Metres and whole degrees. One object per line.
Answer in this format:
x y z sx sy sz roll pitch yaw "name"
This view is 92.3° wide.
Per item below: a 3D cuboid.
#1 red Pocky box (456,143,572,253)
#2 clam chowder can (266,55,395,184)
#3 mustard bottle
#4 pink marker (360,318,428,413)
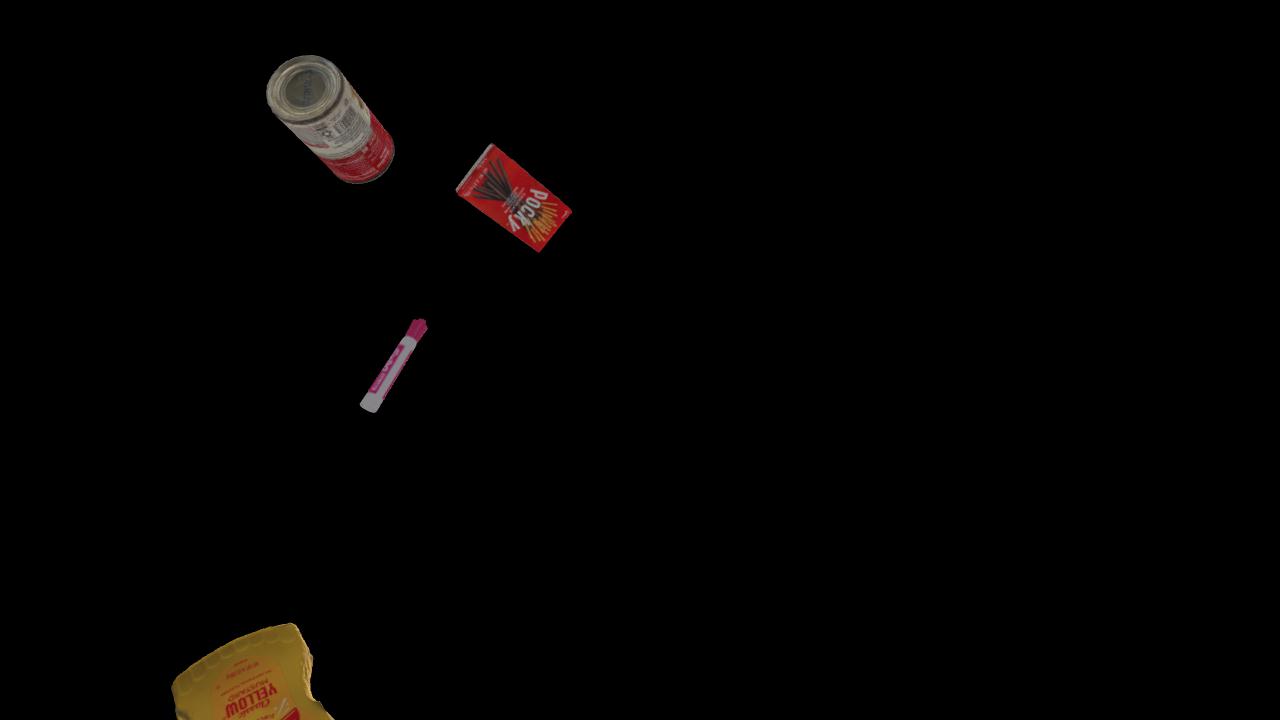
-0.173 -0.224 0.868 0.155 0.083 0.028 32 9 -47 "red Pocky box"
-0.280 -0.217 0.564 0.068 0.068 0.102 0 -12 3 "clam chowder can"
-0.266 0.288 0.445 0.092 0.054 0.184 -15 43 -40 "mustard bottle"
-0.270 0.003 0.683 0.020 0.121 0.020 15 -31 10 "pink marker"
